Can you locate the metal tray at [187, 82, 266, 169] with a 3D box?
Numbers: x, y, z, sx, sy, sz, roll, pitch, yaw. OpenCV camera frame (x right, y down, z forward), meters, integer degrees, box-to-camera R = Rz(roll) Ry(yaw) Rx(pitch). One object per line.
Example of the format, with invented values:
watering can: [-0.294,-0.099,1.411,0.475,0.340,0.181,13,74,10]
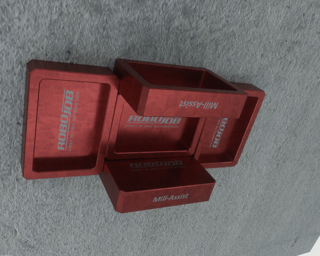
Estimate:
metal tray: [0.091,-0.002,0.456,0.091,0.030,0.129,0,118,-29]

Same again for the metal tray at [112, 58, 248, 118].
metal tray: [0.021,-0.045,0.352,0.131,0.090,0.030,0,119,-29]

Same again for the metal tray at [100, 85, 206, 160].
metal tray: [-0.006,-0.007,0.399,0.131,0.030,0.089,1,118,-29]

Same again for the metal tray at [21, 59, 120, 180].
metal tray: [-0.102,-0.006,0.346,0.091,0.030,0.129,0,118,-29]

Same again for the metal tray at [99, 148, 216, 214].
metal tray: [-0.006,0.061,0.400,0.131,0.090,0.030,0,118,-29]
